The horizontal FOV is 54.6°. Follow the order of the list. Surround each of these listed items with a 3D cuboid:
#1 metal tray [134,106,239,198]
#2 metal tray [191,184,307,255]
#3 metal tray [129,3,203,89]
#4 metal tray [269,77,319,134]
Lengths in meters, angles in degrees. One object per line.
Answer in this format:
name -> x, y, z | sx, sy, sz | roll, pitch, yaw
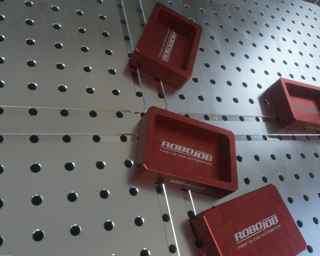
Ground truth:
metal tray -> 0.037, 0.032, 0.404 | 0.131, 0.030, 0.090 | 17, 55, -19
metal tray -> 0.113, 0.131, 0.385 | 0.131, 0.030, 0.090 | -11, 67, -33
metal tray -> 0.014, -0.134, 0.492 | 0.090, 0.030, 0.130 | 26, 53, -12
metal tray -> 0.271, -0.038, 0.572 | 0.131, 0.030, 0.090 | 8, 58, -24
